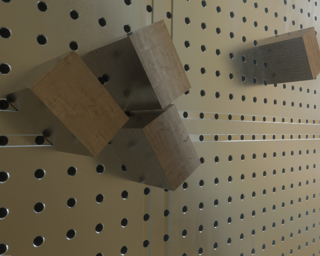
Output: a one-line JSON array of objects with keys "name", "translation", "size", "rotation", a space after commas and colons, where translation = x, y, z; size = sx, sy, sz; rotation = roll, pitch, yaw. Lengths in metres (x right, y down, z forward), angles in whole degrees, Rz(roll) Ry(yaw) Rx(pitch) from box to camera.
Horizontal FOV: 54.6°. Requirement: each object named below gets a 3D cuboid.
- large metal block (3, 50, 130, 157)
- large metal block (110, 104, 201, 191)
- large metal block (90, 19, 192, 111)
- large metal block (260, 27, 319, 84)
[{"name": "large metal block", "translation": [-0.090, -0.020, 0.297], "size": [0.050, 0.080, 0.080], "rotation": [-52, 121, -27]}, {"name": "large metal block", "translation": [-0.010, 0.021, 0.364], "size": [0.050, 0.080, 0.080], "rotation": [-39, 114, -33]}, {"name": "large metal block", "translation": [-0.023, -0.067, 0.353], "size": [0.050, 0.080, 0.080], "rotation": [-39, 114, -33]}, {"name": "large metal block", "translation": [0.245, -0.132, 0.577], "size": [0.050, 0.080, 0.080], "rotation": [-38, 114, -33]}]
